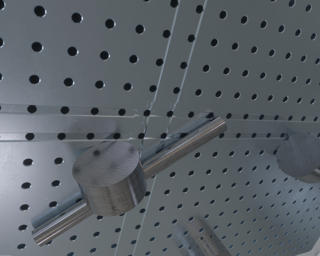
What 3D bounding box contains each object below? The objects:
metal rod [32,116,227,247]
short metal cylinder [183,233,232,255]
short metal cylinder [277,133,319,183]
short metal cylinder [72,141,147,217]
[{"bbox_3d":[-0.036,0.070,0.434,0.301,0.025,0.025,-31,129,-8],"label":"metal rod"},{"bbox_3d":[0.093,0.252,0.602,0.081,0.050,0.079,-14,124,-21],"label":"short metal cylinder"},{"bbox_3d":[0.258,0.054,0.550,0.050,0.080,0.080,24,105,-37],"label":"short metal cylinder"},{"bbox_3d":[-0.060,0.060,0.380,0.081,0.080,0.050,-22,127,-15],"label":"short metal cylinder"}]
